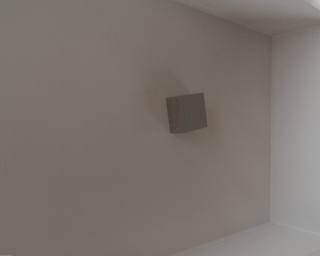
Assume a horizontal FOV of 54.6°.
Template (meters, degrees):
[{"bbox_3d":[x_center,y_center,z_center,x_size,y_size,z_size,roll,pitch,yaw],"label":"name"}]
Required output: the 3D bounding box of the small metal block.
[{"bbox_3d":[0.038,-0.022,0.437,0.050,0.025,0.050,-13,99,-39],"label":"small metal block"}]
